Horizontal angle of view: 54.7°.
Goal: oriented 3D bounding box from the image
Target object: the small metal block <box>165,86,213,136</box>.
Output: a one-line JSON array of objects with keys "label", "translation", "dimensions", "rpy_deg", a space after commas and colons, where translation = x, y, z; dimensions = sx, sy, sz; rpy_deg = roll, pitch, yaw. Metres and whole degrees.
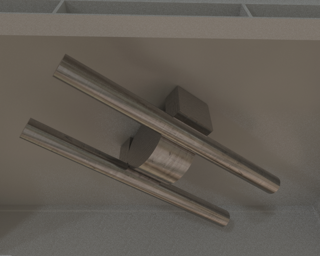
[{"label": "small metal block", "translation": [0.034, -0.017, 0.376], "dimensions": [0.050, 0.050, 0.025], "rpy_deg": [30, 124, -23]}]

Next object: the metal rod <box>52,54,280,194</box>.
[{"label": "metal rod", "translation": [0.027, 0.008, 0.349], "dimensions": [0.301, 0.025, 0.025], "rpy_deg": [29, 124, -23]}]

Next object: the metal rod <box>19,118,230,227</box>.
[{"label": "metal rod", "translation": [-0.027, 0.067, 0.400], "dimensions": [0.301, 0.025, 0.025], "rpy_deg": [29, 124, -23]}]

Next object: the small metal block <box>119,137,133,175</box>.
[{"label": "small metal block", "translation": [-0.029, 0.048, 0.431], "dimensions": [0.050, 0.050, 0.025], "rpy_deg": [30, 124, -23]}]

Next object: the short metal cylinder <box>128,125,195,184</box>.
[{"label": "short metal cylinder", "translation": [0.002, 0.025, 0.392], "dimensions": [0.050, 0.080, 0.080], "rpy_deg": [30, 124, -23]}]
